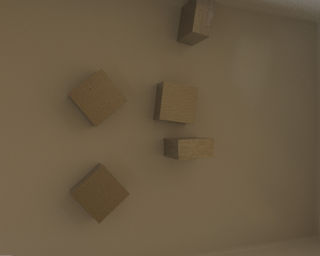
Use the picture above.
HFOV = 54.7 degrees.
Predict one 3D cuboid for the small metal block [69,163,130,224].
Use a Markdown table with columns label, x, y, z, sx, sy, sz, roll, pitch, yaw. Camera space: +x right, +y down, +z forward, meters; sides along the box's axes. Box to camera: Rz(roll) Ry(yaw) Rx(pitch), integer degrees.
| label | x | y | z | sx | sy | sz | roll | pitch | yaw |
| --- | --- | --- | --- | --- | --- | --- | --- | --- | --- |
| small metal block | -0.075 | 0.079 | 0.383 | 0.050 | 0.025 | 0.050 | -43 | 104 | -15 |

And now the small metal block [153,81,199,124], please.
| label | x | y | z | sx | sy | sz | roll | pitch | yaw |
| --- | --- | --- | --- | --- | --- | --- | --- | --- | --- |
| small metal block | 0.021 | -0.033 | 0.418 | 0.050 | 0.025 | 0.050 | 7 | 88 | -20 |

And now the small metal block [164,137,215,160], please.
| label | x | y | z | sx | sy | sz | roll | pitch | yaw |
| --- | --- | --- | --- | --- | --- | --- | --- | --- | --- |
| small metal block | 0.038 | 0.026 | 0.411 | 0.050 | 0.050 | 0.025 | -1 | 91 | -20 |

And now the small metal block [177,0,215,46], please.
| label | x | y | z | sx | sy | sz | roll | pitch | yaw |
| --- | --- | --- | --- | --- | --- | --- | --- | --- | --- |
| small metal block | 0.047 | -0.143 | 0.414 | 0.025 | 0.050 | 0.050 | 10 | 87 | -20 |

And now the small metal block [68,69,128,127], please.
| label | x | y | z | sx | sy | sz | roll | pitch | yaw |
| --- | --- | --- | --- | --- | --- | --- | --- | --- | --- |
| small metal block | -0.077 | -0.036 | 0.382 | 0.050 | 0.025 | 0.050 | -42 | 104 | -15 |
